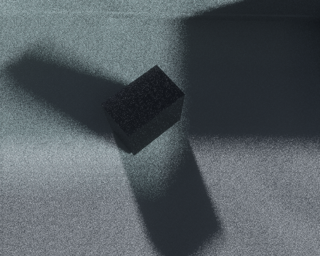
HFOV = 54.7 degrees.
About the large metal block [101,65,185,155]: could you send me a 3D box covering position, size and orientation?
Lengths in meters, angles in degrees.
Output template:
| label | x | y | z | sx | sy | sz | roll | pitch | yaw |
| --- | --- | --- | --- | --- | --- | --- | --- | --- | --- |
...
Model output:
| label | x | y | z | sx | sy | sz | roll | pitch | yaw |
| --- | --- | --- | --- | --- | --- | --- | --- | --- | --- |
| large metal block | -0.019 | -0.019 | 0.384 | 0.080 | 0.080 | 0.050 | -38 | 75 | -13 |
